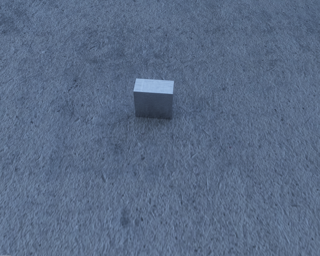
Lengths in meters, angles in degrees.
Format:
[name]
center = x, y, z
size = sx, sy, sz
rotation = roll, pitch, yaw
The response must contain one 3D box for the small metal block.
[small metal block]
center = -0.008, -0.039, 0.420
size = 0.050, 0.050, 0.025
rotation = 4, 50, 3
